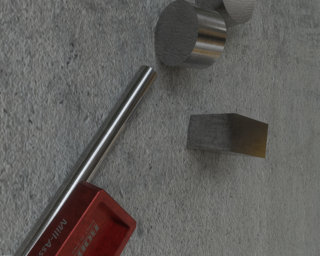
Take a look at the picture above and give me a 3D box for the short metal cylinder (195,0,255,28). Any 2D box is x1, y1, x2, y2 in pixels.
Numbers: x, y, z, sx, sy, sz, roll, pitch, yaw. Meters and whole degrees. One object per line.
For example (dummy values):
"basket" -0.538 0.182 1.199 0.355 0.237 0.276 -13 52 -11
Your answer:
"short metal cylinder" 0.099 -0.194 0.471 0.081 0.050 0.080 0 90 -40

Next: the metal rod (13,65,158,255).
"metal rod" -0.084 0.049 0.334 0.025 0.025 0.300 45 63 -31

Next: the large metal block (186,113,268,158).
"large metal block" 0.098 0.012 0.450 0.081 0.080 0.050 13 82 -39

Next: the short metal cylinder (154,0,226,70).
"short metal cylinder" 0.038 -0.118 0.400 0.050 0.080 0.079 -3 92 -40

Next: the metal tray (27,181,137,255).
"metal tray" -0.084 0.131 0.311 0.130 0.030 0.090 -58 142 -25
